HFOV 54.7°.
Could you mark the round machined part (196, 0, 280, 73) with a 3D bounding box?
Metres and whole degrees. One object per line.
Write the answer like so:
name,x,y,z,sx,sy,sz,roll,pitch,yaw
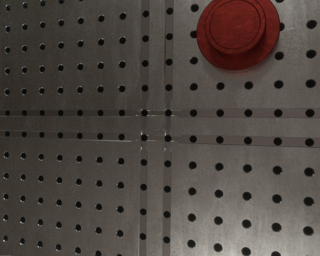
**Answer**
round machined part,0.091,-0.118,0.371,0.098,0.042,0.097,0,90,19
